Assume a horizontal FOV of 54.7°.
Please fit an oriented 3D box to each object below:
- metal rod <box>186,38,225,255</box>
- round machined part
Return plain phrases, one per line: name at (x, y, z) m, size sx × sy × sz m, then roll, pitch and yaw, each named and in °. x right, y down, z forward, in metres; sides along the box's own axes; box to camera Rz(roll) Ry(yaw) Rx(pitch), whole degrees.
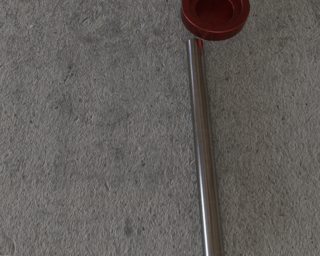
metal rod at (0.056, 0.016, 0.402) m, size 0.025 × 0.025 × 0.299 m, roll -2°, pitch 70°, yaw -1°
round machined part at (0.080, -0.170, 0.462) m, size 0.099 × 0.042 × 0.098 m, roll 0°, pitch 70°, yaw -1°
